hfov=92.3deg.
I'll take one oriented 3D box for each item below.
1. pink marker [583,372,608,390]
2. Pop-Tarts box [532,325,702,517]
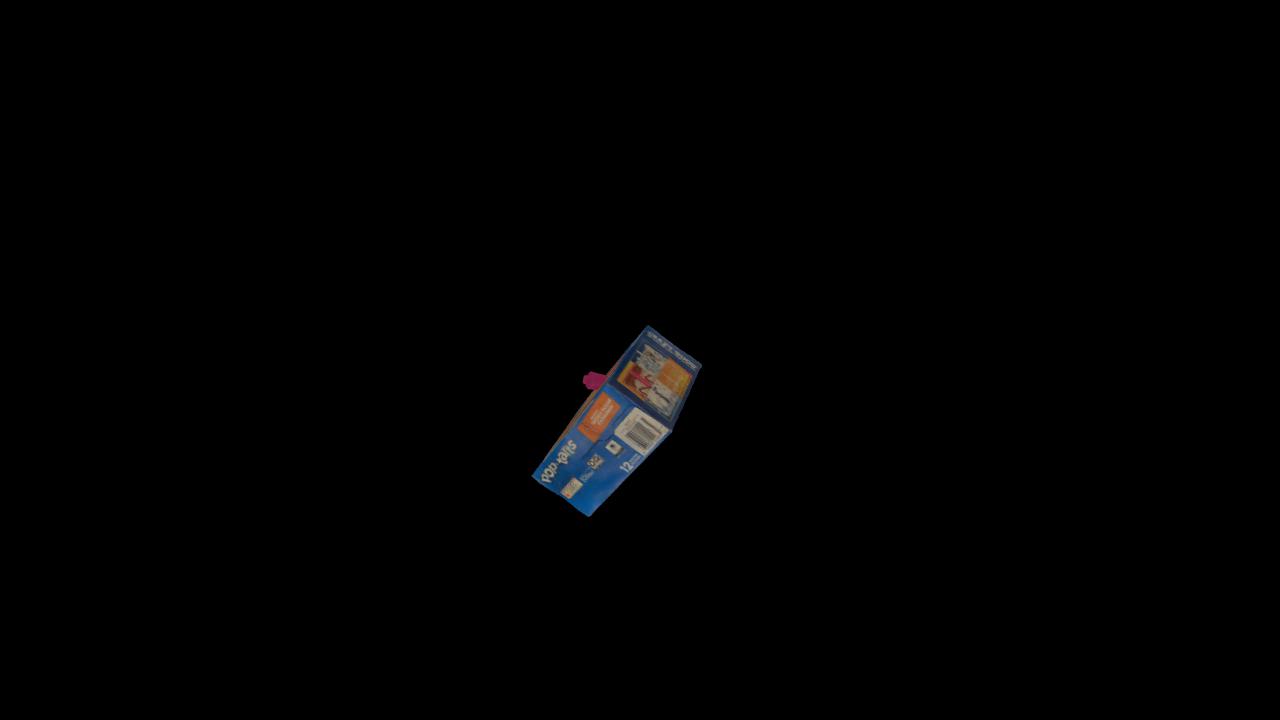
[{"bbox_3d":[-0.005,0.031,0.665,0.121,0.020,0.020,11,-5,-27],"label":"pink marker"},{"bbox_3d":[-0.024,0.066,0.688,0.083,0.167,0.141,38,33,-3],"label":"Pop-Tarts box"}]
